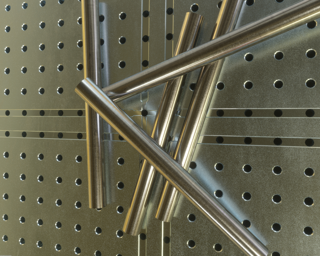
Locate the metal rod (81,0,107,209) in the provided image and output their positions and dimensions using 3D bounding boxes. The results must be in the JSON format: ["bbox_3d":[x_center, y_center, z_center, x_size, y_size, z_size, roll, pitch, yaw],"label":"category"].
[{"bbox_3d":[-0.095,-0.037,0.444,0.025,0.025,0.298,-3,89,19],"label":"metal rod"}]

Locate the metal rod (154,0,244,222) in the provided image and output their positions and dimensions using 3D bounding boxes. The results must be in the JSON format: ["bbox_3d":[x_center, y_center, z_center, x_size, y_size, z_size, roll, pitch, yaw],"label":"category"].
[{"bbox_3d":[0.048,-0.023,0.394,0.025,0.025,0.298,19,96,18],"label":"metal rod"}]

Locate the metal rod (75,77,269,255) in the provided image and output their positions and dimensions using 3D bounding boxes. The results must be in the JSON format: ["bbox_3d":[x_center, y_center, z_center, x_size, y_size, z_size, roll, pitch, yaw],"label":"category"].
[{"bbox_3d":[0.012,0.050,0.378,0.300,0.025,0.025,44,104,3],"label":"metal rod"}]

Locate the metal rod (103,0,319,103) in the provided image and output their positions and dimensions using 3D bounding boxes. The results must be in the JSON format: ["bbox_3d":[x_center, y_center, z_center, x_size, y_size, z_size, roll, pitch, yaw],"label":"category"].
[{"bbox_3d":[0.055,-0.087,0.365,0.300,0.025,0.025,-20,84,18],"label":"metal rod"}]

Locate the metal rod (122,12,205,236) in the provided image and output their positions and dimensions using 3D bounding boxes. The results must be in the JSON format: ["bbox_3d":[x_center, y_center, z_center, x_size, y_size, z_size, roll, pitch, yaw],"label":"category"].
[{"bbox_3d":[0.003,-0.001,0.410,0.025,0.025,0.298,18,96,18],"label":"metal rod"}]
